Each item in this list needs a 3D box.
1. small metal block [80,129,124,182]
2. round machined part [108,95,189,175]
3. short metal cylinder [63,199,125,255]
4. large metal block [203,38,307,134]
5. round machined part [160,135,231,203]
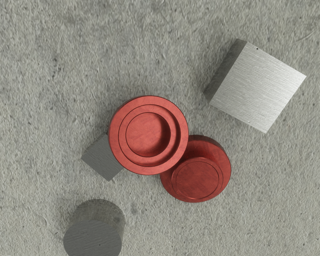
[{"bbox_3d":[-0.070,0.036,0.422,0.050,0.025,0.050,-43,105,14],"label":"small metal block"},{"bbox_3d":[-0.017,0.007,0.393,0.099,0.042,0.097,-2,96,-14],"label":"round machined part"},{"bbox_3d":[-0.093,0.151,0.451,0.081,0.050,0.079,0,110,-1],"label":"short metal cylinder"},{"bbox_3d":[0.111,-0.052,0.379,0.080,0.050,0.080,27,108,-10],"label":"large metal block"},{"bbox_3d":[0.049,0.062,0.424,0.099,0.042,0.097,0,110,-1],"label":"round machined part"}]
